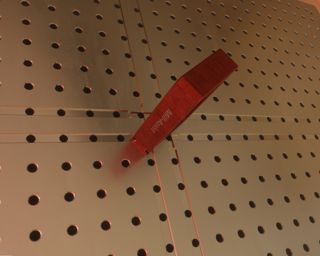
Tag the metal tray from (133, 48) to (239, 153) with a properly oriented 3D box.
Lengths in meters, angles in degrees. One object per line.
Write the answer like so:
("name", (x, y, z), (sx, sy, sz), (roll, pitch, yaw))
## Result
("metal tray", (0.028, -0.030, 0.375), (0.030, 0.129, 0.091), (47, 51, 4))
